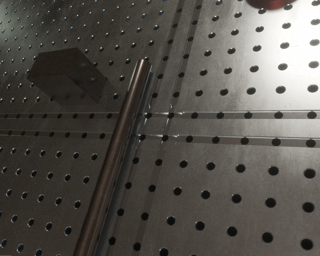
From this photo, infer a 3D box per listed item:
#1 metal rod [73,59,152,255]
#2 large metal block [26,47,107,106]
[{"bbox_3d":[-0.059,0.033,0.416,0.025,0.025,0.300,0,62,28],"label":"metal rod"},{"bbox_3d":[-0.147,-0.079,0.496,0.080,0.080,0.050,0,62,28],"label":"large metal block"}]
